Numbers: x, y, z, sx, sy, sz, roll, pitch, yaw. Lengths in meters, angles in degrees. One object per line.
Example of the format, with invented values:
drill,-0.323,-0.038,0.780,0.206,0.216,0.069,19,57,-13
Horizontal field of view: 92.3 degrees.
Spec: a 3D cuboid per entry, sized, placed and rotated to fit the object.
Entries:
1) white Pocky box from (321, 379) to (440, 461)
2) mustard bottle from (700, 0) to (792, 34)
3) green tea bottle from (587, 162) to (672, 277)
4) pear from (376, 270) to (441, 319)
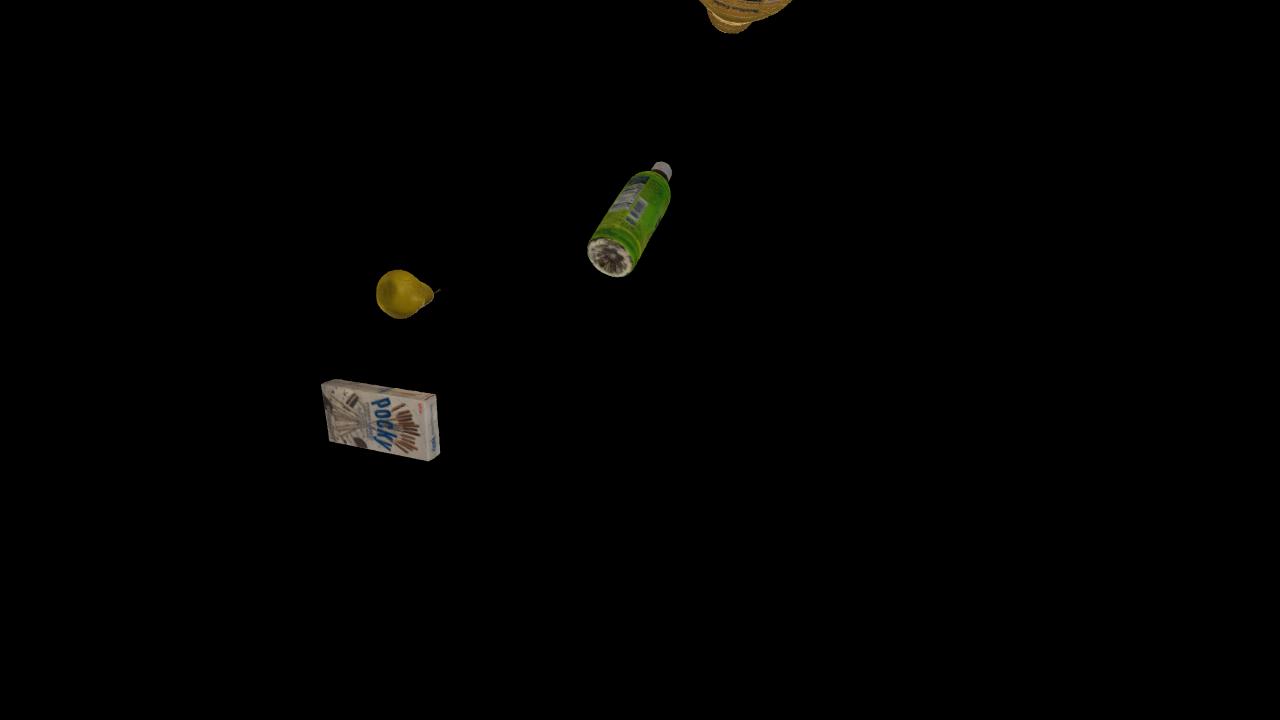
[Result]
white Pocky box,-0.325,0.074,0.772,0.154,0.084,0.028,7,19,16
mustard bottle,0.081,-0.299,0.456,0.092,0.054,0.184,5,-1,-2
green tea bottle,-0.002,-0.208,0.862,0.073,0.212,0.073,18,-35,13
pear,-0.381,-0.106,1.028,0.080,0.080,0.111,0,-4,31
